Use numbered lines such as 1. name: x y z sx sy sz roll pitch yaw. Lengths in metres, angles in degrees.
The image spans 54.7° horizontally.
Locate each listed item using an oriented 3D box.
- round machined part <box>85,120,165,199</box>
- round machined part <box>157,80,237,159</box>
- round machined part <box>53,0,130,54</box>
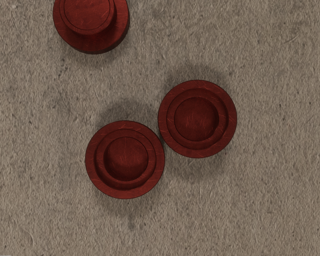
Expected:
1. round machined part: -0.043 0.039 0.401 0.099 0.042 0.097 0 90 -1
2. round machined part: 0.046 -0.011 0.402 0.099 0.042 0.097 0 90 -1
3. round machined part: -0.090 -0.148 0.400 0.099 0.042 0.097 0 90 -1
